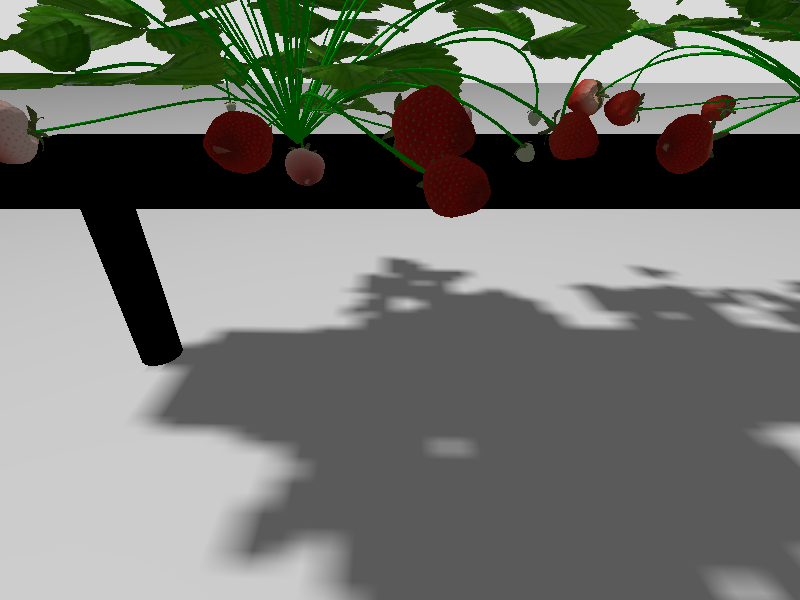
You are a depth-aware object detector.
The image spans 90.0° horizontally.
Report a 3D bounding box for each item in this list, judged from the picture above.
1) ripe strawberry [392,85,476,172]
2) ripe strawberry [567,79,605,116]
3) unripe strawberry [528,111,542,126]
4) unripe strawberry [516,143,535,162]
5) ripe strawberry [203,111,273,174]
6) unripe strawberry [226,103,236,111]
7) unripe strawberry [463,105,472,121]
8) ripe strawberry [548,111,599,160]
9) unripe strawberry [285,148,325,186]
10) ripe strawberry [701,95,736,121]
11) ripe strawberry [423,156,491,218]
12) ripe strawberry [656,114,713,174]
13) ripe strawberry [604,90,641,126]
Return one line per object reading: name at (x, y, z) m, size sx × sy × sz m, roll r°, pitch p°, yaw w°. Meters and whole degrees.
ripe strawberry at (0.021, -0.097, 0.231) m, size 0.048 × 0.047 × 0.045 m, roll 26°, pitch 39°, yaw 36°
ripe strawberry at (0.242, -0.265, 0.527) m, size 0.042 × 0.044 × 0.046 m, roll -14°, pitch 18°, yaw -23°
unripe strawberry at (0.112, -0.151, 0.334) m, size 0.011 × 0.011 × 0.011 m, roll -2°, pitch 30°, yaw -4°
unripe strawberry at (0.081, -0.094, 0.256) m, size 0.012 × 0.011 × 0.010 m, roll -34°, pitch 7°, yaw 38°
ripe strawberry at (-0.089, -0.085, 0.219) m, size 0.037 × 0.033 × 0.033 m, roll 1°, pitch 30°, yaw 2°
unripe strawberry at (-0.200, -0.228, 0.475) m, size 0.011 × 0.010 × 0.010 m, roll -18°, pitch 35°, yaw -28°
unripe strawberry at (0.064, -0.189, 0.413) m, size 0.024 × 0.021 × 0.022 m, roll 36°, pitch -12°, yaw 46°
ripe strawberry at (0.115, -0.106, 0.262) m, size 0.032 × 0.031 × 0.029 m, roll 29°, pitch 35°, yaw 4°
unripe strawberry at (-0.048, -0.067, 0.204) m, size 0.020 × 0.020 × 0.017 m, roll -7°, pitch -32°, yaw -13°
ripe strawberry at (0.363, -0.221, 0.460) m, size 0.032 × 0.027 × 0.032 m, roll 0°, pitch 29°, yaw -1°
ripe strawberry at (0.023, -0.044, 0.156) m, size 0.027 × 0.023 × 0.027 m, roll -16°, pitch 34°, yaw -25°
ripe strawberry at (0.159, -0.088, 0.226) m, size 0.030 × 0.031 × 0.027 m, roll -15°, pitch 33°, yaw -24°
ripe strawberry at (0.237, -0.205, 0.427) m, size 0.033 × 0.034 × 0.030 m, roll 25°, pitch 38°, yaw 37°
